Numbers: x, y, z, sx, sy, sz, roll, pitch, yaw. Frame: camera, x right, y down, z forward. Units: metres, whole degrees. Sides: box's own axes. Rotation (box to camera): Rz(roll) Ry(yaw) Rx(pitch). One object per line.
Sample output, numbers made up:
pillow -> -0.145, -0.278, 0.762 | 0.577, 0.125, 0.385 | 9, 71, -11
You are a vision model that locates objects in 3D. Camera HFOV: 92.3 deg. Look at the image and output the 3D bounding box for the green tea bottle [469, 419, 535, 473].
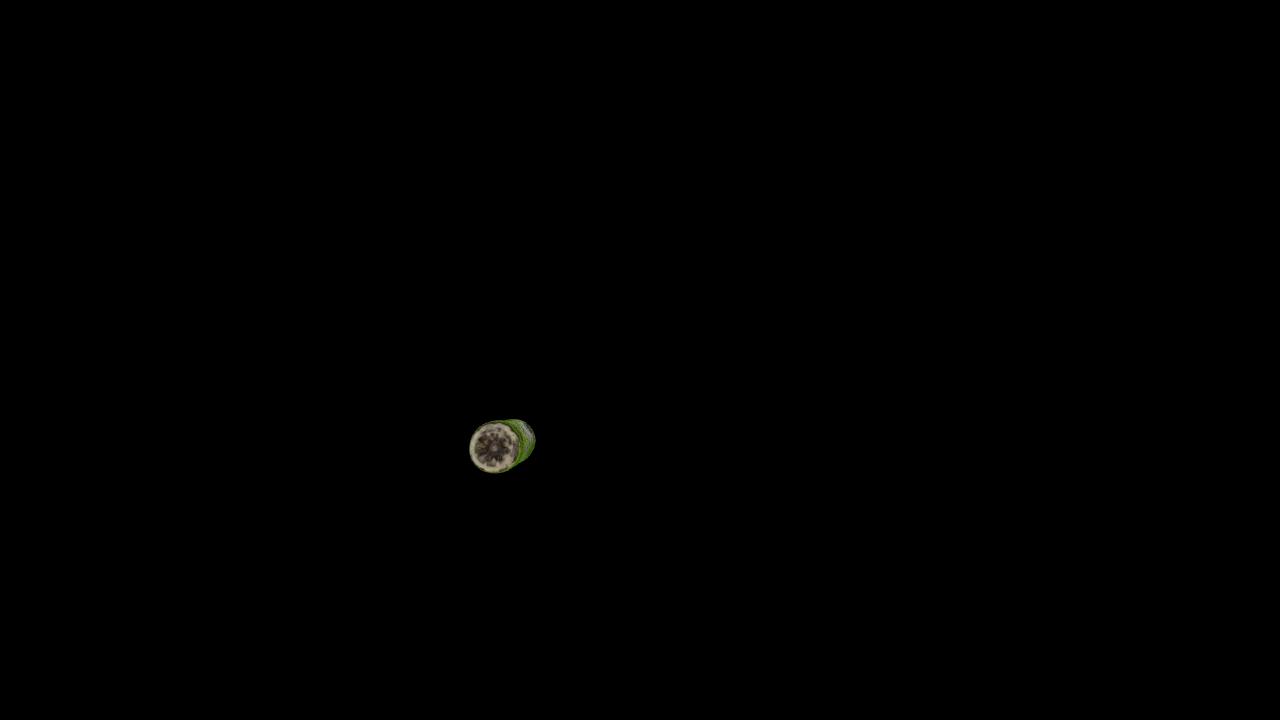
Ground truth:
green tea bottle -> -0.190, 0.121, 0.893 | 0.073, 0.073, 0.212 | 0, -6, -1
